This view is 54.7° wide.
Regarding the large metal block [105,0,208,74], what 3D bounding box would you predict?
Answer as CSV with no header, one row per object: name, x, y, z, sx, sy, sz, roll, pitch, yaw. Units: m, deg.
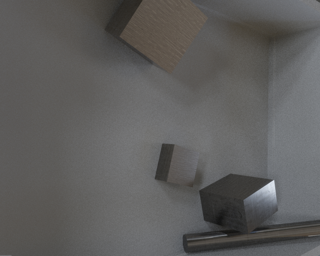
large metal block,-0.004,-0.124,0.369,0.080,0.050,0.080,30,96,-37

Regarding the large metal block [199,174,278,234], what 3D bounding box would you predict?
large metal block,0.120,0.111,0.475,0.081,0.080,0.050,-17,101,-39

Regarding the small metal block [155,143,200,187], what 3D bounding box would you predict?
small metal block,0.025,0.052,0.430,0.050,0.025,0.050,20,77,-39

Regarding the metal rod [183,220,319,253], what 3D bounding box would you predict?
metal rod,0.183,0.161,0.477,0.302,0.025,0.025,-2,91,-13
